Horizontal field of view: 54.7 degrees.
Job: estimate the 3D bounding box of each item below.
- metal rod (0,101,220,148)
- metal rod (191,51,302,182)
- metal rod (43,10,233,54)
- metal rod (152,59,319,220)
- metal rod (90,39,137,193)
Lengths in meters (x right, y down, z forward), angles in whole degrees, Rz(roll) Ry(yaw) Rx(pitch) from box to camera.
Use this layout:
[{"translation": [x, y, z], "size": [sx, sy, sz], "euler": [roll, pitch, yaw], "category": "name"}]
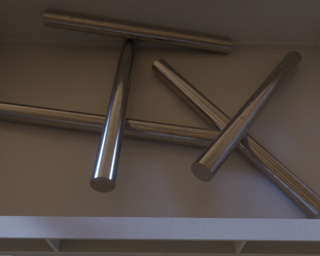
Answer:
[{"translation": [-0.073, -0.005, 0.407], "size": [0.302, 0.025, 0.025], "euler": [8, 51, 6], "category": "metal rod"}, {"translation": [0.130, -0.034, 0.410], "size": [0.025, 0.025, 0.302], "euler": [29, 48, 22], "category": "metal rod"}, {"translation": [-0.031, -0.155, 0.504], "size": [0.302, 0.025, 0.025], "euler": [7, 50, -7], "category": "metal rod"}, {"translation": [0.085, -0.004, 0.409], "size": [0.025, 0.025, 0.300], "euler": [-29, 56, -22], "category": "metal rod"}, {"translation": [-0.053, -0.044, 0.414], "size": [0.025, 0.025, 0.300], "euler": [1, 42, 0], "category": "metal rod"}]
